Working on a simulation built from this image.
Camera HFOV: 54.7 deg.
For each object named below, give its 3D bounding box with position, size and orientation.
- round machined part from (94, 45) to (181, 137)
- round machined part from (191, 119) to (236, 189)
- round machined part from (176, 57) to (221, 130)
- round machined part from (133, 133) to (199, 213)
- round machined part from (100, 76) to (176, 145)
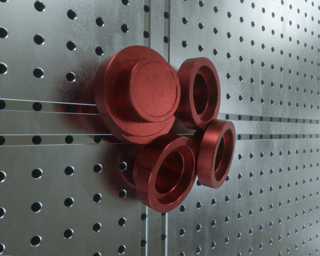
[{"bbox_3d":[-0.016,-0.039,0.331,0.099,0.042,0.097,0,90,-40],"label":"round machined part"},{"bbox_3d":[0.073,0.034,0.446,0.099,0.042,0.097,-32,127,-54],"label":"round machined part"},{"bbox_3d":[0.045,-0.046,0.426,0.099,0.042,0.097,-3,94,-56],"label":"round machined part"},{"bbox_3d":[0.004,0.053,0.392,0.099,0.042,0.097,-23,121,-44],"label":"round machined part"},{"bbox_3d":[-0.029,-0.029,0.374,0.099,0.042,0.097,0,90,-40],"label":"round machined part"}]
